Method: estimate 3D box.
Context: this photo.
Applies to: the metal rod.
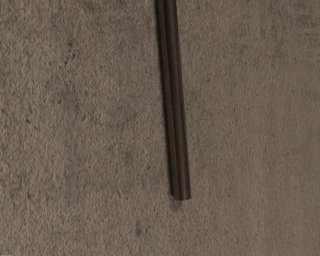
[{"bbox_3d":[0.019,-0.050,0.422,0.025,0.025,0.298,-8,95,-40],"label":"metal rod"}]
